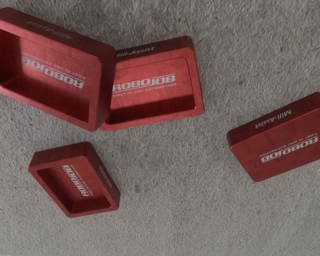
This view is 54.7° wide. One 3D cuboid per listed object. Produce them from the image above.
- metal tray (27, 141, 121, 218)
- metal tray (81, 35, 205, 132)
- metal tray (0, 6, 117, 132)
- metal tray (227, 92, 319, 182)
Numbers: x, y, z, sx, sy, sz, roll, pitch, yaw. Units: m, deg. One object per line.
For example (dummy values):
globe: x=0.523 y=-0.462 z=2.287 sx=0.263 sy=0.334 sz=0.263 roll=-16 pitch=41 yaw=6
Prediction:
metal tray: x=-0.125 y=0.083 z=0.473 sx=0.090 sy=0.030 sz=0.129 roll=-13 pitch=129 yaw=10
metal tray: x=-0.019 y=-0.048 z=0.362 sx=0.131 sy=0.030 sz=0.090 roll=-10 pitch=130 yaw=8
metal tray: x=-0.113 y=-0.059 z=0.321 sx=0.130 sy=0.030 sz=0.089 roll=23 pitch=130 yaw=9
metal tray: x=0.170 y=0.017 z=0.420 sx=0.130 sy=0.030 sz=0.090 roll=-27 pitch=126 yaw=20
